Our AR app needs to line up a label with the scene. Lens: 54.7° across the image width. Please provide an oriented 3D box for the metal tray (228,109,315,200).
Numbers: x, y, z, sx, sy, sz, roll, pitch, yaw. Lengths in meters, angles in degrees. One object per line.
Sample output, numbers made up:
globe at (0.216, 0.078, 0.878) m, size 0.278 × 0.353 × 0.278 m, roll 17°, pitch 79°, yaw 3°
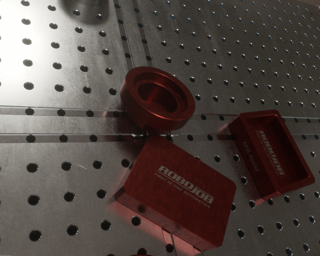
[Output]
metal tray at (0.171, 0.036, 0.477) m, size 0.091 × 0.030 × 0.130 m, roll -7°, pitch 65°, yaw -32°

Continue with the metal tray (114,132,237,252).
metal tray at (0.023, 0.075, 0.373) m, size 0.130 × 0.030 × 0.090 m, roll 33°, pitch 51°, yaw -7°

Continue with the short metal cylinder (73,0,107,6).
short metal cylinder at (-0.111, -0.237, 0.478) m, size 0.081 × 0.050 × 0.080 m, roll 14°, pitch 56°, yaw -21°

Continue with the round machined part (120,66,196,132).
round machined part at (-0.006, -0.033, 0.407) m, size 0.099 × 0.042 × 0.098 m, roll 19°, pitch 41°, yaw -17°
